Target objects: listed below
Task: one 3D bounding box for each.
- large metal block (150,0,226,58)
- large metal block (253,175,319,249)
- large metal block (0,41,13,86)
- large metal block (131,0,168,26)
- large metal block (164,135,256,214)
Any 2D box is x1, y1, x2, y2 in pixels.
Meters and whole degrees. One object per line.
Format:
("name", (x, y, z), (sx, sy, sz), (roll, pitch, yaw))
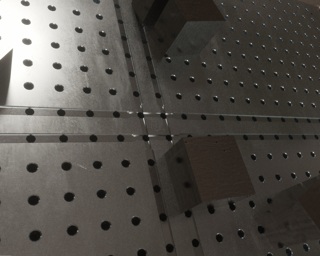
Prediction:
("large metal block", (0.043, -0.161, 0.496), (0.081, 0.080, 0.050), (-15, 70, -34))
("large metal block", (0.186, 0.109, 0.409), (0.081, 0.080, 0.050), (-23, 75, -37))
("large metal block", (-0.214, -0.065, 0.317), (0.080, 0.050, 0.080), (31, 52, -9))
("large metal block", (0.010, -0.216, 0.512), (0.081, 0.080, 0.050), (-10, 67, -33))
("large metal block", (0.061, 0.057, 0.392), (0.081, 0.050, 0.080), (-1, 62, -29))
